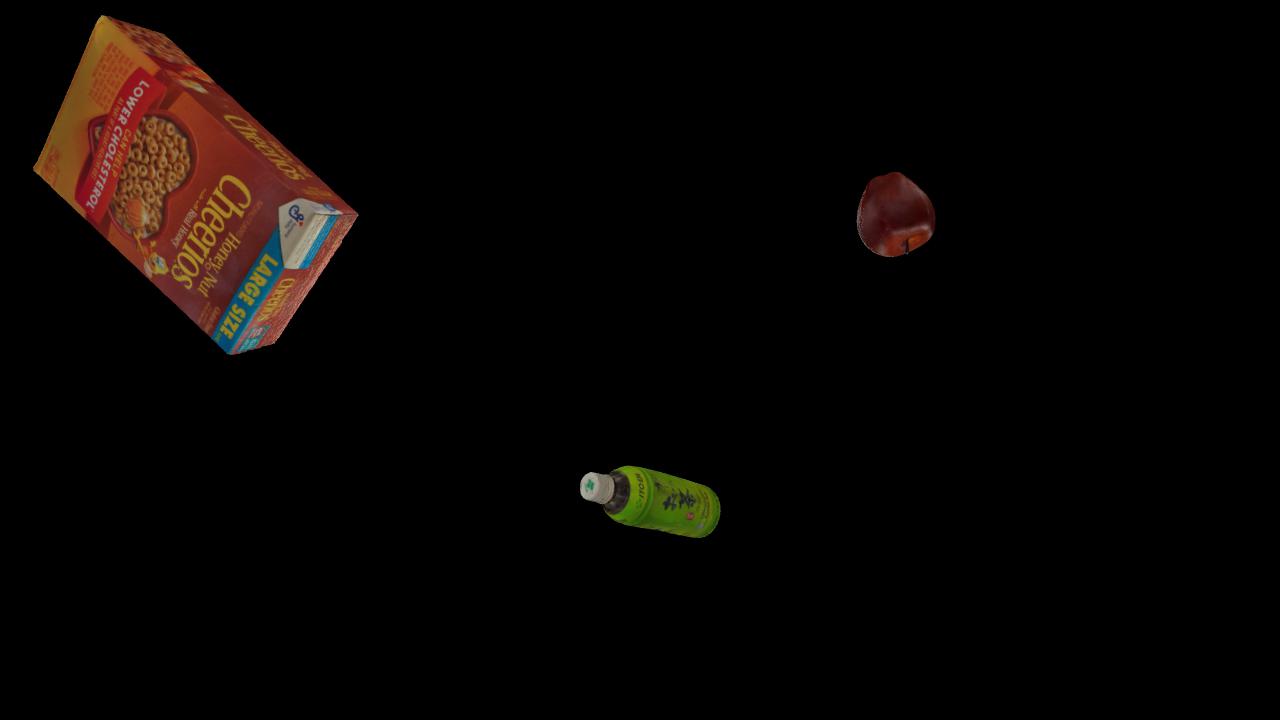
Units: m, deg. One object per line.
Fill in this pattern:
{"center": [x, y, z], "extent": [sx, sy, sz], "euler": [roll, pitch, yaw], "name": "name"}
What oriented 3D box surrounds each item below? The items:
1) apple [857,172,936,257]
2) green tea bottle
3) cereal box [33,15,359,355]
{"center": [0.276, -0.156, 0.669], "extent": [0.079, 0.093, 0.079], "euler": [-9, -23, -4], "name": "apple"}
{"center": [0.012, 0.169, 0.745], "extent": [0.073, 0.073, 0.212], "euler": [0, -18, 46], "name": "green tea bottle"}
{"center": [-0.486, -0.182, 0.674], "extent": [0.306, 0.203, 0.081], "euler": [43, 18, 2], "name": "cereal box"}
